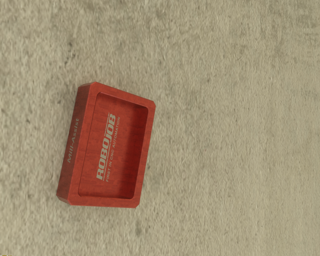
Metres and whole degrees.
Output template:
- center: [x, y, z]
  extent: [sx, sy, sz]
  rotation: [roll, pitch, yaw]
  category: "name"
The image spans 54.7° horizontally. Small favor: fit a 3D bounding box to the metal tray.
- center: [-0.058, 0.022, 0.354]
  extent: [0.091, 0.030, 0.129]
  rotation: [16, 80, -39]
  category: "metal tray"
